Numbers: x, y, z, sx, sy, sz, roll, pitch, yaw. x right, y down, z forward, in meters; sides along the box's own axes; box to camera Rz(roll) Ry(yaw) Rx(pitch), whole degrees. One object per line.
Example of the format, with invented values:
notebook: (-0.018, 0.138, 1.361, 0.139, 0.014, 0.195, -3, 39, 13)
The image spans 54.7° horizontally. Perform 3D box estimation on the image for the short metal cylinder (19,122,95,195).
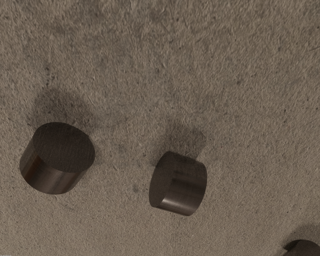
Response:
short metal cylinder: (-0.132, 0.039, 0.402, 0.080, 0.080, 0.050, 27, 125, -21)

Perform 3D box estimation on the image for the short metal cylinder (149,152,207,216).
short metal cylinder: (0.024, 0.079, 0.439, 0.050, 0.080, 0.079, 20, 127, -17)

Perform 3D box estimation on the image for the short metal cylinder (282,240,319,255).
short metal cylinder: (0.287, 0.268, 0.604, 0.081, 0.080, 0.050, 15, 129, -13)
